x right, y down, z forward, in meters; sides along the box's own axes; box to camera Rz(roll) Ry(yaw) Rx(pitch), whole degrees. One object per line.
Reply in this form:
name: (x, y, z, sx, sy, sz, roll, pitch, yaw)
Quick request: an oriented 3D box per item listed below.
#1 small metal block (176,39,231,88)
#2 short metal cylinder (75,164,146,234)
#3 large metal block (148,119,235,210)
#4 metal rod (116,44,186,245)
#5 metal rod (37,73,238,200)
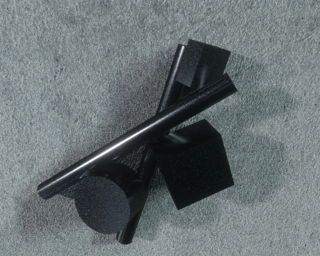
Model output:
small metal block: (0.052, -0.075, 0.371, 0.050, 0.025, 0.050, -1, 116, -43)
short metal cylinder: (-0.066, 0.094, 0.418, 0.080, 0.050, 0.079, 5, 104, 19)
large metal block: (0.041, 0.046, 0.399, 0.080, 0.050, 0.080, -23, 118, -5)
metal rod: (-0.010, 0.035, 0.423, 0.025, 0.025, 0.298, 16, 109, -6)
metal rod: (-0.041, 0.019, 0.399, 0.300, 0.025, 0.025, -30, 108, 17)
